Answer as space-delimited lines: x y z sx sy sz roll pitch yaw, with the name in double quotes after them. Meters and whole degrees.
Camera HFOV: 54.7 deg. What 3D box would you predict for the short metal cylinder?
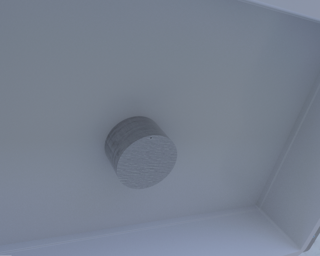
-0.025 0.031 0.400 0.081 0.050 0.079 -14 125 -21 "short metal cylinder"
